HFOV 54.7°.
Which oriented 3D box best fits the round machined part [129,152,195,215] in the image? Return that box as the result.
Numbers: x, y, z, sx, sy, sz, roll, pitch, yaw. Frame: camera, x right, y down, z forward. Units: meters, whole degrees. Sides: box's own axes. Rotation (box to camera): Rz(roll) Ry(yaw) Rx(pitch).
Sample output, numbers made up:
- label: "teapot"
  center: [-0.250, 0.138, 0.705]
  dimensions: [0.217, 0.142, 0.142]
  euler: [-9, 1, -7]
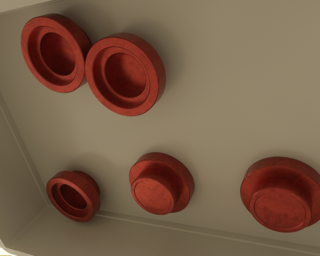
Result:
- label: "round machined part"
  center: [-0.003, 0.088, 0.452]
  dimensions: [0.098, 0.042, 0.097]
  euler: [13, 124, 20]

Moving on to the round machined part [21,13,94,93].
- label: "round machined part"
  center: [-0.126, -0.098, 0.401]
  dimensions: [0.098, 0.042, 0.097]
  euler: [13, 124, 20]

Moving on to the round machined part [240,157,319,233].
- label: "round machined part"
  center: [0.146, 0.087, 0.374]
  dimensions: [0.098, 0.042, 0.097]
  euler: [13, 124, 20]

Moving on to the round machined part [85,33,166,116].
- label: "round machined part"
  center: [-0.037, -0.066, 0.375]
  dimensions: [0.098, 0.042, 0.097]
  euler: [13, 124, 20]

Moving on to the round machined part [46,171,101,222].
- label: "round machined part"
  center: [-0.145, 0.114, 0.542]
  dimensions: [0.098, 0.042, 0.097]
  euler: [13, 124, 20]
